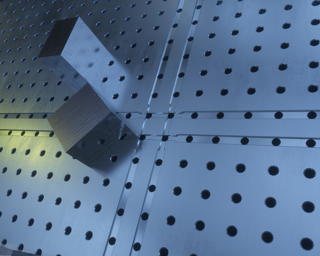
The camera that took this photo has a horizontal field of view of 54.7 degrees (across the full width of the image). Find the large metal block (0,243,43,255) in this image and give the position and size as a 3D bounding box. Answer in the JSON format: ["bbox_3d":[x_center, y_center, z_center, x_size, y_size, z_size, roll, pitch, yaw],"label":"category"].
[{"bbox_3d":[-0.206,0.187,0.383,0.080,0.050,0.080,2,63,29],"label":"large metal block"}]

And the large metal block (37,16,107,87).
[{"bbox_3d":[-0.145,-0.127,0.525,0.050,0.080,0.080,1,62,28],"label":"large metal block"}]

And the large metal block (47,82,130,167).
[{"bbox_3d":[-0.104,-0.006,0.448,0.080,0.050,0.080,-42,51,-1],"label":"large metal block"}]
